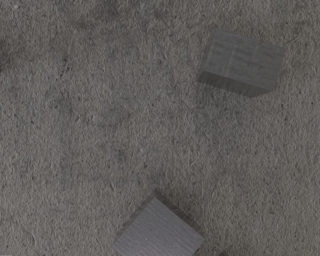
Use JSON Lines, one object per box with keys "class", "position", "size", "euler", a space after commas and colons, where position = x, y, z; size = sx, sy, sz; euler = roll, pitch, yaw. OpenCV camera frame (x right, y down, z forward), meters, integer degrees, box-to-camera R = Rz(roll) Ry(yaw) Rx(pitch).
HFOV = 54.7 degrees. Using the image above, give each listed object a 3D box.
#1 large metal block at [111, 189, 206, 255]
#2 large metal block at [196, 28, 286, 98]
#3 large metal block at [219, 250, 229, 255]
{"class": "large metal block", "position": [-0.002, 0.139, 0.397], "size": [0.080, 0.050, 0.080], "euler": [40, 90, 0]}
{"class": "large metal block", "position": [0.094, -0.076, 0.383], "size": [0.080, 0.080, 0.050], "euler": [17, 90, 0]}
{"class": "large metal block", "position": [0.086, 0.224, 0.398], "size": [0.080, 0.050, 0.080], "euler": [-45, 90, 0]}
